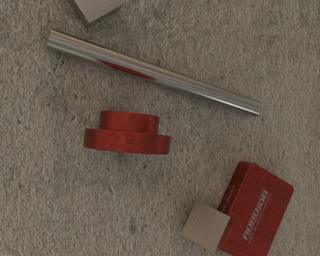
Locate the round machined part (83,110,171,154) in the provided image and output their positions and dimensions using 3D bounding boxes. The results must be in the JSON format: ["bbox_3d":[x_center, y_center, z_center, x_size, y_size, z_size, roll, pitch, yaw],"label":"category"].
[{"bbox_3d":[-0.036,0.004,0.358,0.099,0.098,0.042,6,88,-20],"label":"round machined part"}]

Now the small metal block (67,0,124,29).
[{"bbox_3d":[-0.082,-0.158,0.379,0.050,0.025,0.050,-37,102,-17],"label":"small metal block"}]

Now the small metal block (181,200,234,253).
[{"bbox_3d":[0.064,0.133,0.419,0.050,0.050,0.025,-63,151,-10],"label":"small metal block"}]

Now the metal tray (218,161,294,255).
[{"bbox_3d":[0.134,0.126,0.458,0.090,0.030,0.130,30,80,-18],"label":"metal tray"}]

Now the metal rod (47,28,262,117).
[{"bbox_3d":[0.008,-0.066,0.412,0.302,0.025,0.025,16,85,-20],"label":"metal rod"}]
